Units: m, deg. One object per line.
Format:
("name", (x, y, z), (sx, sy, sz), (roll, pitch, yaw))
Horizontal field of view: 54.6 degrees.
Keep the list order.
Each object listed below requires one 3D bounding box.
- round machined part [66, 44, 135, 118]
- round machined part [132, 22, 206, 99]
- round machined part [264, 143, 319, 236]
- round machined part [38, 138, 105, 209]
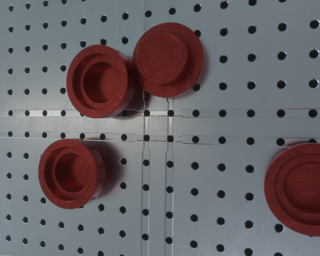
("round machined part", (-0.077, -0.062, 0.429), (0.098, 0.042, 0.097), (1, 92, 24))
("round machined part", (0.008, -0.088, 0.401), (0.098, 0.042, 0.097), (0, 90, 20))
("round machined part", (0.168, 0.065, 0.344), (0.098, 0.042, 0.097), (0, 90, 20))
("round machined part", (-0.122, 0.063, 0.447), (0.098, 0.042, 0.097), (0, 90, 20))
